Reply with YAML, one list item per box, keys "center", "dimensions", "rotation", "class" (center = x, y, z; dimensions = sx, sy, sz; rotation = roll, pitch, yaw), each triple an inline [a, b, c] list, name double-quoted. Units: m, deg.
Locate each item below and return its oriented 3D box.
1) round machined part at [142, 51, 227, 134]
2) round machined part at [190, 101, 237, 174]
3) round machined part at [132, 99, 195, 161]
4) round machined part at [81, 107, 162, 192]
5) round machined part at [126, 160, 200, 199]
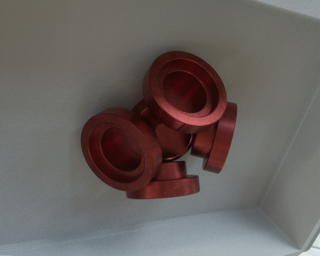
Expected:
- center: [0.025, -0.038, 0.363]
  dimensions: [0.099, 0.098, 0.042]
  rotation: [-4, 158, -27]
  class: "round machined part"
- center: [0.069, 0.009, 0.418]
  dimensions: [0.042, 0.098, 0.097]
  rotation: [14, 116, 5]
  class: "round machined part"
- center: [0.007, 0.006, 0.404]
  dimensions: [0.099, 0.042, 0.097]
  rotation: [-14, 125, -21]
  class: "round machined part"
- center: [-0.041, 0.022, 0.364]
  dimensions: [0.042, 0.098, 0.097]
  rotation: [-39, 144, -54]
  class: "round machined part"
- center: [0.002, 0.067, 0.416]
  dimensions: [0.099, 0.098, 0.042]
  rotation: [-2, 83, -28]
  class: "round machined part"
